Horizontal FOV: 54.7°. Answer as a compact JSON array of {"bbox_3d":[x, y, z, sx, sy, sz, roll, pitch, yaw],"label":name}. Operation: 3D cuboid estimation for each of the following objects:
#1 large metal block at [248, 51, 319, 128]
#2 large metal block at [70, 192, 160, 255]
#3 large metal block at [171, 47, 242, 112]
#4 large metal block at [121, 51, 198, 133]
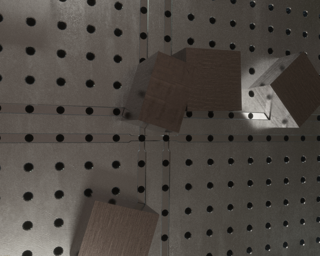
[{"bbox_3d":[0.198,-0.057,0.474,0.080,0.050,0.080,-43,104,-15],"label":"large metal block"},{"bbox_3d":[-0.057,0.131,0.379,0.081,0.050,0.080,18,84,-20],"label":"large metal block"},{"bbox_3d":[0.062,-0.062,0.424,0.081,0.050,0.079,-2,91,-21],"label":"large metal block"},{"bbox_3d":[-0.004,-0.040,0.383,0.050,0.080,0.080,18,84,-20],"label":"large metal block"}]
